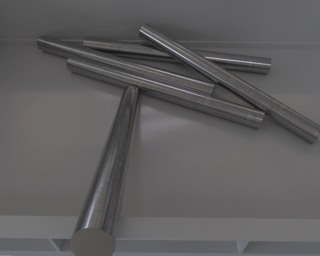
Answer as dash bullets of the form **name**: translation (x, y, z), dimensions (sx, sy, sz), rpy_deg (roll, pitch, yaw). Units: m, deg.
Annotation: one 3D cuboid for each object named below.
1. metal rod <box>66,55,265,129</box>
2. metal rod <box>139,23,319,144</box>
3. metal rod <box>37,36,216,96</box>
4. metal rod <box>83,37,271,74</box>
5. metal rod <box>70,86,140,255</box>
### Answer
- **metal rod**: translation (-0.002, -0.056, 0.451), dimensions (0.301, 0.025, 0.025), rpy_deg (18, 53, 15)
- **metal rod**: translation (0.089, -0.073, 0.447), dimensions (0.300, 0.025, 0.025), rpy_deg (36, 59, 19)
- **metal rod**: translation (-0.061, -0.098, 0.486), dimensions (0.301, 0.025, 0.025), rpy_deg (18, 53, 15)
- **metal rod**: translation (0.024, -0.119, 0.504), dimensions (0.302, 0.025, 0.025), rpy_deg (8, 51, 7)
- **metal rod**: translation (-0.039, 0.008, 0.311), dimensions (0.025, 0.025, 0.300), rpy_deg (-1, 23, -1)
